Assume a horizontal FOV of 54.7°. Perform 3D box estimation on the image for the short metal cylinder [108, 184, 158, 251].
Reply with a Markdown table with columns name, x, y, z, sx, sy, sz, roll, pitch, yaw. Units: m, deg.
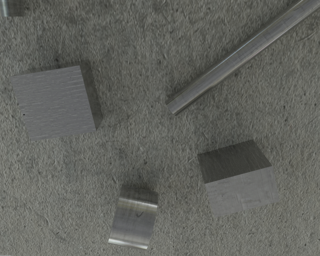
| name | x | y | z | sx | sy | sz | roll | pitch | yaw |
| --- | --- | --- | --- | --- | --- | --- | --- | --- | --- |
| short metal cylinder | -0.037 | 0.122 | 0.425 | 0.050 | 0.080 | 0.079 | 14 | 110 | -5 |

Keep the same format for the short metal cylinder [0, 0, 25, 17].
| name | x | y | z | sx | sy | sz | roll | pitch | yaw |
| --- | --- | --- | --- | --- | --- | --- | --- | --- | --- |
| short metal cylinder | -0.189 | -0.144 | 0.326 | 0.081 | 0.080 | 0.050 | 0 | 110 | 0 |

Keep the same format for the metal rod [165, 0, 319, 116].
| name | x | y | z | sx | sy | sz | roll | pitch | yaw |
| --- | --- | --- | --- | --- | --- | --- | --- | --- | --- |
| metal rod | 0.131 | -0.113 | 0.369 | 0.300 | 0.025 | 0.025 | -37 | 106 | 12 |

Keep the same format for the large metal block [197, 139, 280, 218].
| name | x | y | z | sx | sy | sz | roll | pitch | yaw |
| --- | --- | --- | --- | --- | --- | --- | --- | --- | --- |
| large metal block | 0.098 | 0.063 | 0.405 | 0.080 | 0.080 | 0.050 | -16 | 109 | 6 |

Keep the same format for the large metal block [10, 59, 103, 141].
| name | x | y | z | sx | sy | sz | roll | pitch | yaw |
| --- | --- | --- | --- | --- | --- | --- | --- | --- | --- |
| large metal block | -0.122 | -0.035 | 0.382 | 0.080 | 0.050 | 0.079 | -9 | 110 | 3 |
